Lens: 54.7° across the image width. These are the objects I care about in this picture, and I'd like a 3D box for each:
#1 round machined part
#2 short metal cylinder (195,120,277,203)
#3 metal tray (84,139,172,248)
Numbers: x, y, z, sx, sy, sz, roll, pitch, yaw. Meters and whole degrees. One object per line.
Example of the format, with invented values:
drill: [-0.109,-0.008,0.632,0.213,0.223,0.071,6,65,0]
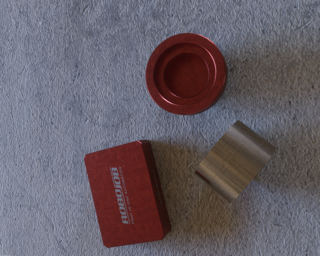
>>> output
round machined part: [0.035,-0.064,0.387,0.098,0.042,0.097,0,90,19]
short metal cylinder: [0.084,0.038,0.350,0.050,0.080,0.080,40,102,15]
metal tray: [-0.045,0.088,0.421,0.090,0.030,0.129,-16,85,19]
